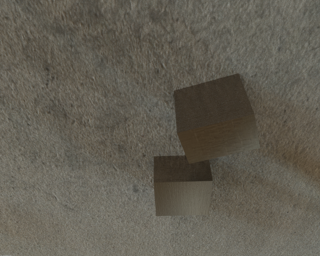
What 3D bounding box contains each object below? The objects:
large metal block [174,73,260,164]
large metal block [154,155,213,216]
[{"bbox_3d":[0.064,-0.012,0.362,0.080,0.080,0.050,-14,129,11],"label":"large metal block"},{"bbox_3d":[0.033,0.087,0.466,0.081,0.050,0.079,-2,130,1],"label":"large metal block"}]
